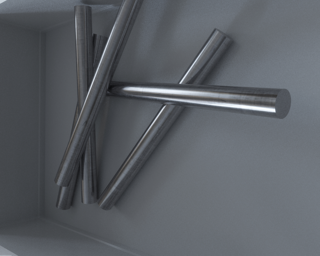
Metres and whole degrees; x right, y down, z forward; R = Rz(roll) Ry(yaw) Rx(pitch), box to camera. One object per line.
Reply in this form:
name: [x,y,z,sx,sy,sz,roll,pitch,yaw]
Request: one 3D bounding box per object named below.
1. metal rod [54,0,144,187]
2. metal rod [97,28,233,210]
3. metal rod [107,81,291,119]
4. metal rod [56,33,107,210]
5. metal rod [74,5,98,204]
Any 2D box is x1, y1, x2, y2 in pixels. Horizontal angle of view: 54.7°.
metal rod: [-0.090,-0.046,0.436,0.025,0.025,0.298,37,110,33]
metal rod: [-0.006,0.005,0.409,0.025,0.025,0.298,50,119,28]
metal rod: [0.005,-0.041,0.367,0.300,0.025,0.025,12,98,49]
metal rod: [-0.132,-0.004,0.512,0.025,0.025,0.298,24,105,37]
metal rod: [-0.113,-0.030,0.476,0.025,0.025,0.298,7,101,39]
